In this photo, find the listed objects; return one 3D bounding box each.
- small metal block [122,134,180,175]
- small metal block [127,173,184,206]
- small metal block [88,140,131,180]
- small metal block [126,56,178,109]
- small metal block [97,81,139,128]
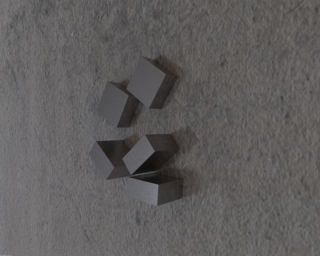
[{"bbox_3d":[-0.011,0.033,0.396,0.050,0.050,0.025,-46,63,30],"label":"small metal block"},{"bbox_3d":[-0.006,0.076,0.392,0.050,0.050,0.025,5,94,39],"label":"small metal block"},{"bbox_3d":[-0.064,0.044,0.439,0.050,0.050,0.025,49,119,28],"label":"small metal block"},{"bbox_3d":[-0.011,-0.060,0.412,0.050,0.025,0.050,41,115,32],"label":"small metal block"},{"bbox_3d":[-0.061,-0.034,0.453,0.050,0.025,0.050,35,112,34],"label":"small metal block"}]
